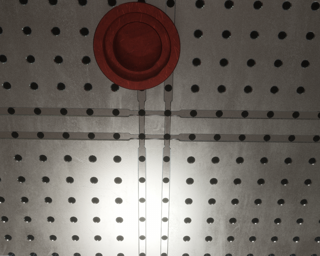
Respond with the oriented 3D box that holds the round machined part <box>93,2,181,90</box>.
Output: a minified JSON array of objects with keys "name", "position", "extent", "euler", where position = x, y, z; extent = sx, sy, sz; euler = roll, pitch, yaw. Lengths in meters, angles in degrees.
[{"name":"round machined part","position":[-0.026,-0.097,0.368],"extent":[0.099,0.042,0.097],"euler":[0,110,-1]}]
